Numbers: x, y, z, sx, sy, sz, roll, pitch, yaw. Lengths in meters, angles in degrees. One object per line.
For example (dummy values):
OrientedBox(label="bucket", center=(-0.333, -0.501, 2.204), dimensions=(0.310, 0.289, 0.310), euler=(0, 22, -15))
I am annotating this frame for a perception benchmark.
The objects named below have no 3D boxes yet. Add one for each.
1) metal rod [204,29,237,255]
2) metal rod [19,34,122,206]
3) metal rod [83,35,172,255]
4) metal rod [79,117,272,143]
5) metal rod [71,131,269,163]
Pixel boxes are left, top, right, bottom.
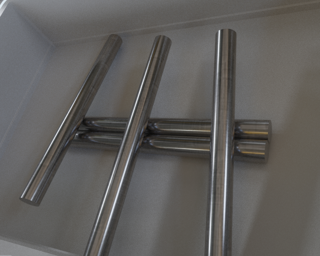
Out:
OrientedBox(label="metal rod", center=(0.064, 0.028, 0.323), dimensions=(0.025, 0.025, 0.299), euler=(-4, 68, 26))
OrientedBox(label="metal rod", center=(-0.117, -0.031, 0.452), dimensions=(0.025, 0.025, 0.300), euler=(-1, 53, 27))
OrientedBox(label="metal rod", center=(-0.032, 0.007, 0.383), dimensions=(0.025, 0.025, 0.300), euler=(2, 62, 28))
OrientedBox(label="metal rod", center=(-0.012, -0.001, 0.410), dimensions=(0.300, 0.025, 0.025), euler=(2, 63, 28))
OrientedBox(label="metal rod", center=(-0.018, 0.020, 0.400), dimensions=(0.300, 0.025, 0.025), euler=(2, 63, 28))
